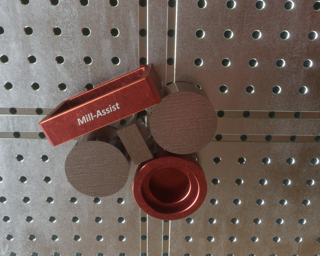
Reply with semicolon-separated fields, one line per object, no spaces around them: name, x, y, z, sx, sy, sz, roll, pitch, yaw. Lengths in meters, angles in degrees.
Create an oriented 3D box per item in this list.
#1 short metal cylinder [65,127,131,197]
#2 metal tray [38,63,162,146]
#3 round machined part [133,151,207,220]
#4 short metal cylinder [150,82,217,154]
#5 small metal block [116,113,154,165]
short metal cylinder;-0.079;0.044;0.411;0.081;0.050;0.079;0;110;0
metal tray;-0.064;-0.030;0.362;0.130;0.090;0.030;-22;109;8
round machined part;0.013;0.075;0.428;0.099;0.042;0.097;0;110;0
short metal cylinder;0.028;-0.013;0.391;0.081;0.050;0.079;0;110;0
small metal block;-0.030;0.012;0.399;0.025;0.050;0.050;-24;109;8
